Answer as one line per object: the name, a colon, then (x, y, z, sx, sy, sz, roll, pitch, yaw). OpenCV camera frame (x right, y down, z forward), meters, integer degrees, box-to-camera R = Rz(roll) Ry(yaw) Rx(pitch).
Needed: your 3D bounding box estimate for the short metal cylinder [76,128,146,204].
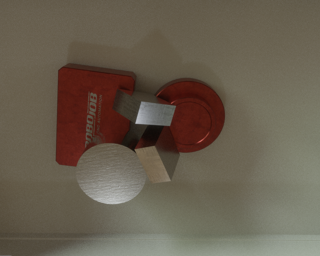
short metal cylinder: (-0.057, 0.045, 0.380, 0.081, 0.050, 0.079, 0, 110, -1)

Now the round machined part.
round machined part: (0.034, -0.012, 0.396, 0.099, 0.042, 0.097, 0, 110, -1)

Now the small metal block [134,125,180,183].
small metal block: (-0.001, 0.029, 0.365, 0.025, 0.050, 0.050, -12, 118, 24)

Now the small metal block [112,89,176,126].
small metal block: (-0.019, -0.024, 0.360, 0.050, 0.050, 0.025, 3, 109, -41)

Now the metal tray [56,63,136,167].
metal tray: (-0.083, -0.012, 0.399, 0.091, 0.030, 0.129, 7, 110, -3)
